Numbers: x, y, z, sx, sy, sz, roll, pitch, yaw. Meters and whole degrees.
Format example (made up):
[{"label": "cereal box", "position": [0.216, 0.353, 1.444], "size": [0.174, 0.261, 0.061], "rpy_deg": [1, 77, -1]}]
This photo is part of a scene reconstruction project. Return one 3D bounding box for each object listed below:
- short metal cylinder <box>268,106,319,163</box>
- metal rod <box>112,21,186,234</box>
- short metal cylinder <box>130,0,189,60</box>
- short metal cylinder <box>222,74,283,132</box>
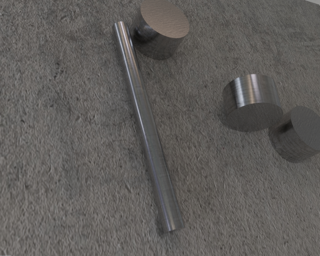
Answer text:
[{"label": "short metal cylinder", "position": [0.225, 0.011, 0.502], "size": [0.081, 0.050, 0.080], "rpy_deg": [14, 56, -21]}, {"label": "metal rod", "position": [-0.022, -0.018, 0.402], "size": [0.025, 0.025, 0.299], "rpy_deg": [-2, 63, -29]}, {"label": "short metal cylinder", "position": [-0.002, -0.153, 0.480], "size": [0.081, 0.050, 0.080], "rpy_deg": [14, 56, -21]}, {"label": "short metal cylinder", "position": [0.137, -0.035, 0.464], "size": [0.081, 0.080, 0.050], "rpy_deg": [12, 57, -22]}]
